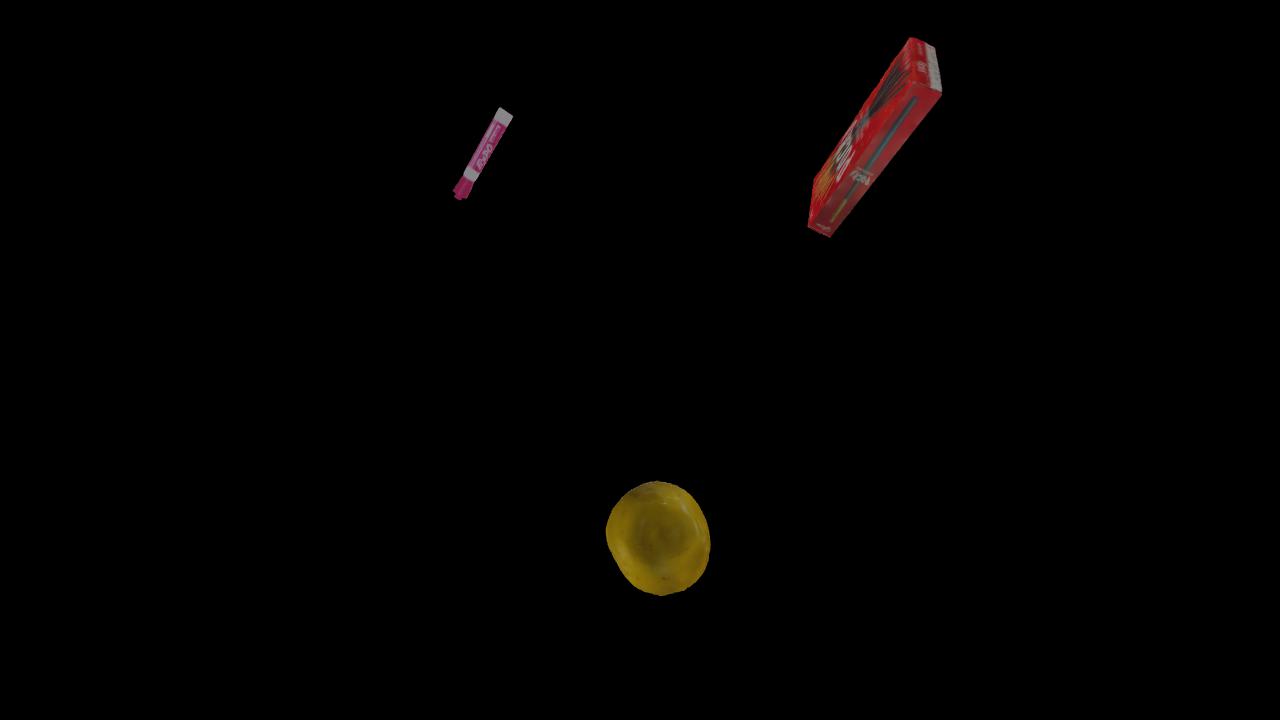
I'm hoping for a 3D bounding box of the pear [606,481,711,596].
[{"bbox_3d":[0.012,0.136,0.471,0.080,0.080,0.111,0,-16,-8],"label":"pear"}]

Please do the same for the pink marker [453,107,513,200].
[{"bbox_3d":[-0.192,-0.248,0.748,0.020,0.121,0.020,32,11,-7],"label":"pink marker"}]

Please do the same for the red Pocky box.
[{"bbox_3d":[0.199,-0.189,0.538,0.028,0.083,0.155,22,-40,-6],"label":"red Pocky box"}]
